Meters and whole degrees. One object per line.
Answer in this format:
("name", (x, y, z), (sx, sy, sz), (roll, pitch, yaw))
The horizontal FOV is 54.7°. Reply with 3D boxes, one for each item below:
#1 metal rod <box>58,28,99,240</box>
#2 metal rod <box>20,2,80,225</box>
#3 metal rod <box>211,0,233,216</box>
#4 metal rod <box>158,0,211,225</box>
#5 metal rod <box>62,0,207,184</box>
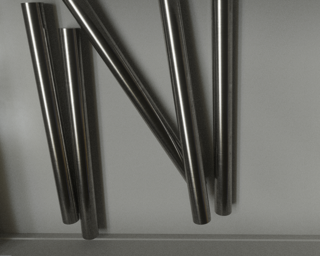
("metal rod", (-0.106, 0.021, 0.417), (0.025, 0.025, 0.298), (-1, 110, 0))
("metal rod", (-0.139, -0.004, 0.407), (0.025, 0.025, 0.298), (-3, 110, 1))
("metal rod", (0.082, -0.017, 0.406), (0.025, 0.025, 0.298), (-4, 110, 1))
("metal rod", (0.033, -0.017, 0.388), (0.025, 0.025, 0.298), (-9, 104, 3))
("metal rod", (-0.024, -0.036, 0.397), (0.025, 0.025, 0.299), (-31, 108, 10))
